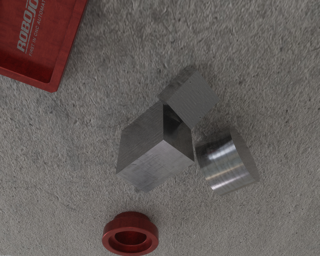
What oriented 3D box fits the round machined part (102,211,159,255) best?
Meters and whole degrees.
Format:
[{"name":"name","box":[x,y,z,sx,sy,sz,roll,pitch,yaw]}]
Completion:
[{"name":"round machined part","box":[-0.052,0.186,0.554,0.099,0.042,0.097,0,130,0]}]

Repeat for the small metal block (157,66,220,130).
[{"name":"small metal block","box":[0.034,-0.035,0.363,0.050,0.025,0.050,-46,122,-4]}]

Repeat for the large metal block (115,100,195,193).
[{"name":"large metal block","box":[-0.007,0.021,0.389,0.050,0.080,0.080,37,121,-27]}]

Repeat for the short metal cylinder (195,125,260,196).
[{"name":"short metal cylinder","box":[0.089,0.043,0.409,0.050,0.080,0.080,-29,125,22]}]

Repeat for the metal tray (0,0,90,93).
[{"name":"metal tray","box":[-0.130,-0.106,0.312,0.091,0.030,0.129,20,127,-17]}]
